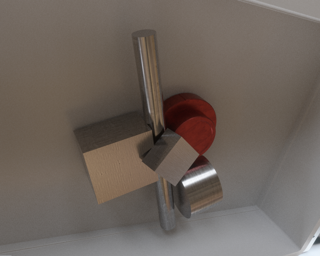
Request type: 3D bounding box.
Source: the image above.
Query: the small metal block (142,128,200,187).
[{"bbox_3d":[0.014,0.036,0.376,0.050,0.025,0.050,-52,137,-6],"label":"small metal block"}]

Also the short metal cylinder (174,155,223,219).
[{"bbox_3d":[0.047,0.084,0.451,0.050,0.080,0.079,-19,126,-18],"label":"short metal cylinder"}]

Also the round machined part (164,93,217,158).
[{"bbox_3d":[0.036,0.005,0.419,0.099,0.042,0.097,-14,125,-21],"label":"round machined part"}]

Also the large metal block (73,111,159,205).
[{"bbox_3d":[-0.052,0.035,0.382,0.081,0.050,0.079,-19,126,-18],"label":"large metal block"}]

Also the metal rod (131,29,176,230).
[{"bbox_3d":[-0.002,0.026,0.396,0.025,0.025,0.298,-19,126,-18],"label":"metal rod"}]
